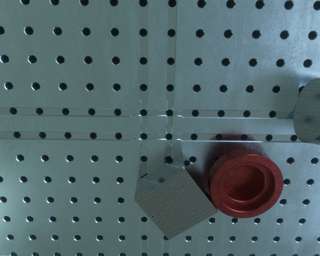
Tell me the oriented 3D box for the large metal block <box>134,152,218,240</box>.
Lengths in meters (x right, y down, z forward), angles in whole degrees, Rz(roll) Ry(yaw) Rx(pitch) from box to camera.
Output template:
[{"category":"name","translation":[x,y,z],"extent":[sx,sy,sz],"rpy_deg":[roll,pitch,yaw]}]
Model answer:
[{"category":"large metal block","translation":[0.022,0.095,0.435],"extent":[0.080,0.050,0.080],"rpy_deg":[-33,107,11]}]

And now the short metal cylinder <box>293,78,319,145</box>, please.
[{"category":"short metal cylinder","translation":[0.208,-0.018,0.379],"extent":[0.050,0.080,0.079],"rpy_deg":[9,110,-3]}]

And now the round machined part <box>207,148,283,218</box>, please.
[{"category":"round machined part","translation":[0.115,0.072,0.431],"extent":[0.099,0.042,0.097],"rpy_deg":[-1,110,-1]}]
